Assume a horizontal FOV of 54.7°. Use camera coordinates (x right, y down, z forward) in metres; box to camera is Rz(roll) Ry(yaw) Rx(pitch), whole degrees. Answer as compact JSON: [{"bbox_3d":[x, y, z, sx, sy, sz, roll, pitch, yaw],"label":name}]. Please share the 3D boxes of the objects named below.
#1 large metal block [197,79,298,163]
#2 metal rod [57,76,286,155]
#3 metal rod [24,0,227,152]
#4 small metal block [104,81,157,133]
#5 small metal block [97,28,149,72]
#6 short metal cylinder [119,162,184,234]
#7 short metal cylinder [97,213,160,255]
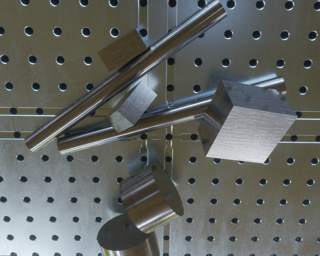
[{"bbox_3d":[0.102,-0.006,0.378,0.081,0.050,0.079,8,130,-16],"label":"large metal block"},{"bbox_3d":[0.011,-0.015,0.407,0.301,0.025,0.025,-15,110,5],"label":"metal rod"},{"bbox_3d":[-0.051,-0.059,0.390,0.300,0.025,0.025,-34,107,11],"label":"metal rod"},{"bbox_3d":[-0.037,-0.025,0.379,0.025,0.050,0.050,42,64,-14],"label":"small metal block"},{"bbox_3d":[-0.042,-0.094,0.365,0.050,0.050,0.025,-29,108,10],"label":"small metal block"},{"bbox_3d":[-0.010,0.093,0.418,0.050,0.080,0.080,-31,107,11],"label":"short metal cylinder"},{"bbox_3d":[-0.044,0.167,0.445,0.080,0.080,0.050,-10,110,3],"label":"short metal cylinder"}]
